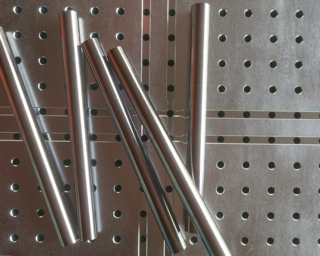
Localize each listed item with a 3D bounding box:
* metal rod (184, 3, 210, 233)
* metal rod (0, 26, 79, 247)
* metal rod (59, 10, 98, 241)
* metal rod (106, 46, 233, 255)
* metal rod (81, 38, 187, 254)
[{"bbox_3d":[0.050,-0.013,0.413,0.025,0.025,0.298,2,90,0],"label":"metal rod"},{"bbox_3d":[-0.170,0.011,0.412,0.025,0.025,0.299,-20,90,0],"label":"metal rod"},{"bbox_3d":[-0.108,-0.003,0.412,0.025,0.025,0.298,-5,90,0],"label":"metal rod"},{"bbox_3d":[0.009,0.030,0.396,0.025,0.025,0.299,-28,83,0],"label":"metal rod"},{"bbox_3d":[-0.035,0.023,0.413,0.025,0.025,0.299,-23,90,0],"label":"metal rod"}]
